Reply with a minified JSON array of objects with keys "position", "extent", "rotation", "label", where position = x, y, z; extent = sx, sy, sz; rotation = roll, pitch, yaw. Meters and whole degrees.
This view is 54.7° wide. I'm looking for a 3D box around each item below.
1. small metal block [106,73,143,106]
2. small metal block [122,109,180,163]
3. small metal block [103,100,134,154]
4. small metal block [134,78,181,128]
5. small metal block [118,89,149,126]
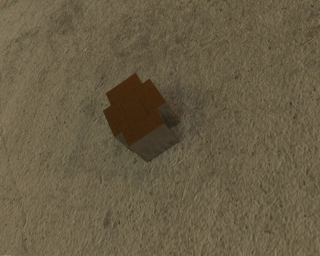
[{"position":[-0.038,-0.041,0.432],"extent":[0.050,0.050,0.025],"rotation":[-34,52,6],"label":"small metal block"},{"position":[-0.010,0.011,0.386],"extent":[0.050,0.050,0.025],"rotation":[-34,52,6],"label":"small metal block"},{"position":[-0.045,-0.001,0.411],"extent":[0.025,0.050,0.050],"rotation":[-35,52,5],"label":"small metal block"},{"position":[-0.003,-0.029,0.407],"extent":[0.025,0.050,0.050],"rotation":[-35,52,5],"label":"small metal block"},{"position":[-0.024,-0.015,0.409],"extent":[0.025,0.050,0.050],"rotation":[-35,52,5],"label":"small metal block"}]
